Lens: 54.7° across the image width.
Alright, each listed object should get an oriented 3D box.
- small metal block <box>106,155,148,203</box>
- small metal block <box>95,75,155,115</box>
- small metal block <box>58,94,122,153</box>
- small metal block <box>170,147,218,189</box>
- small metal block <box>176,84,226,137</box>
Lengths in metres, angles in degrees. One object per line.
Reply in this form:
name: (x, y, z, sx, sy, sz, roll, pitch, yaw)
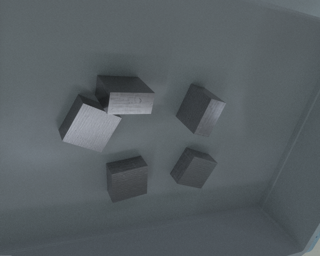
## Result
small metal block: (-0.045, 0.070, 0.427, 0.050, 0.025, 0.050, -11, 123, -23)
small metal block: (-0.040, -0.038, 0.347, 0.050, 0.050, 0.025, -2, 120, -27)
small metal block: (-0.082, -0.004, 0.361, 0.050, 0.025, 0.050, 22, 106, -36)
small metal block: (0.052, 0.062, 0.475, 0.050, 0.025, 0.050, 19, 108, -36)
small metal block: (0.052, -0.024, 0.406, 0.025, 0.050, 0.050, 12, 112, -33)
